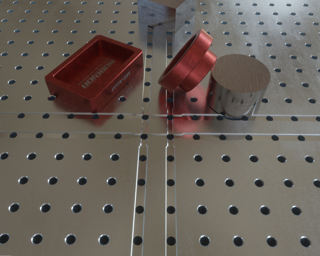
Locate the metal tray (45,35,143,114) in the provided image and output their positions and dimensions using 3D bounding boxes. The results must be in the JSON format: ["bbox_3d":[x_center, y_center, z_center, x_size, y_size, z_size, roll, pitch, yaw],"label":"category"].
[{"bbox_3d":[-0.097,-0.088,0.476,0.090,0.030,0.130,24,54,19],"label":"metal tray"}]

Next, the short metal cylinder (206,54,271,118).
[{"bbox_3d":[0.110,-0.060,0.441,0.081,0.050,0.080,1,51,-1],"label":"short metal cylinder"}]

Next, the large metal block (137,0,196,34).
[{"bbox_3d":[0.014,-0.230,0.585,0.080,0.050,0.080,25,54,19],"label":"large metal block"}]

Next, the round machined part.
[{"bbox_3d":[0.044,-0.090,0.447,0.042,0.098,0.098,37,53,-11],"label":"round machined part"}]
